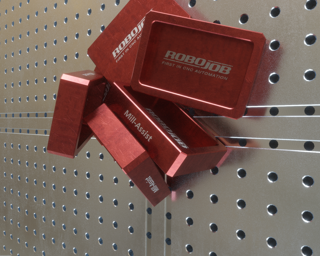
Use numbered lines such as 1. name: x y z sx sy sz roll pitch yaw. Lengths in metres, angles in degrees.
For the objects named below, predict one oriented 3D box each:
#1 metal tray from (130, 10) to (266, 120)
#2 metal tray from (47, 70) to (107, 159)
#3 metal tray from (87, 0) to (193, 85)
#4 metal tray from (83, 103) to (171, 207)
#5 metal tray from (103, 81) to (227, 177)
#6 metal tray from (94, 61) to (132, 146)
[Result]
1. metal tray: 0.039 -0.070 0.343 0.130 0.030 0.089 17 102 15
2. metal tray: -0.100 -0.025 0.394 0.030 0.130 0.089 14 102 -4
3. metal tray: -0.026 -0.114 0.404 0.130 0.030 0.090 -44 66 15
4. metal tray: -0.036 0.037 0.377 0.030 0.130 0.090 -38 60 -9
5. metal tray: 0.005 -0.003 0.362 0.130 0.091 0.030 46 117 30
6. metal tray: -0.071 -0.049 0.466 0.090 0.030 0.129 46 117 29
